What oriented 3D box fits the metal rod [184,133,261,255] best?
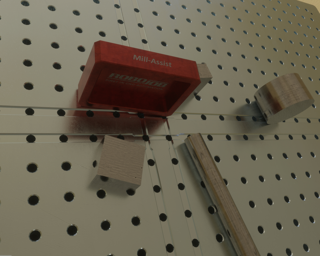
[{"bbox_3d":[0.102,0.142,0.378,0.025,0.025,0.299,-11,68,-33],"label":"metal rod"}]

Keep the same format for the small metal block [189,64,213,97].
[{"bbox_3d":[0.040,-0.069,0.458,0.050,0.050,0.025,-8,66,-32],"label":"small metal block"}]

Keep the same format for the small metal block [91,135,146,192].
[{"bbox_3d":[-0.047,0.041,0.359,0.050,0.025,0.050,18,55,-18],"label":"small metal block"}]

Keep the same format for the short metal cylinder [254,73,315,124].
[{"bbox_3d":[0.205,-0.047,0.515,0.081,0.080,0.050,-8,66,-32],"label":"short metal cylinder"}]

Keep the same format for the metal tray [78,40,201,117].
[{"bbox_3d":[-0.027,-0.055,0.386,0.131,0.090,0.030,6,59,-26],"label":"metal tray"}]
